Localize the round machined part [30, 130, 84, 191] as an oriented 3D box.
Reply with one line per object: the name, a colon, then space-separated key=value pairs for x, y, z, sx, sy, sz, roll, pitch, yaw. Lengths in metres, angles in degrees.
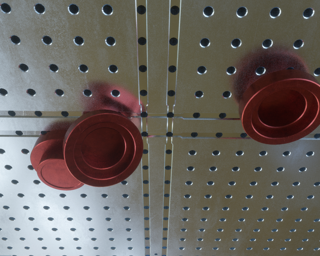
round machined part: x=-0.135 y=0.053 z=0.444 sx=0.099 sy=0.042 sz=0.097 roll=0 pitch=130 yaw=0

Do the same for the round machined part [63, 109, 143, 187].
round machined part: x=-0.075 y=0.023 z=0.401 sx=0.099 sy=0.042 sz=0.097 roll=-7 pitch=109 yaw=-20

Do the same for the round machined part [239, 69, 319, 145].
round machined part: x=0.145 y=-0.029 z=0.377 sx=0.099 sy=0.042 sz=0.097 roll=0 pitch=130 yaw=0
